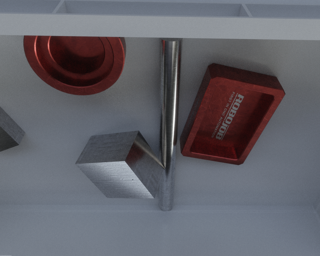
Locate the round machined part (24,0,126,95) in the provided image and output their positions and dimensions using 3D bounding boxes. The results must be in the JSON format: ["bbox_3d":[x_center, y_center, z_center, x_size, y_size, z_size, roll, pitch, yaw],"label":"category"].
[{"bbox_3d":[-0.085,-0.086,0.324,0.099,0.042,0.097,-1,130,0],"label":"round machined part"}]

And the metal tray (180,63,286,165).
[{"bbox_3d":[0.086,-0.012,0.396,0.091,0.030,0.129,10,130,-9],"label":"metal tray"}]

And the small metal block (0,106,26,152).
[{"bbox_3d":[-0.219,0.005,0.410,0.050,0.025,0.050,-19,128,14],"label":"small metal block"}]

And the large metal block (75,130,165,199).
[{"bbox_3d":[-0.052,0.052,0.421,0.080,0.050,0.080,-7,133,30],"label":"large metal block"}]

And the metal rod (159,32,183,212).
[{"bbox_3d":[0.011,0.017,0.423,0.025,0.025,0.298,0,130,-1],"label":"metal rod"}]
